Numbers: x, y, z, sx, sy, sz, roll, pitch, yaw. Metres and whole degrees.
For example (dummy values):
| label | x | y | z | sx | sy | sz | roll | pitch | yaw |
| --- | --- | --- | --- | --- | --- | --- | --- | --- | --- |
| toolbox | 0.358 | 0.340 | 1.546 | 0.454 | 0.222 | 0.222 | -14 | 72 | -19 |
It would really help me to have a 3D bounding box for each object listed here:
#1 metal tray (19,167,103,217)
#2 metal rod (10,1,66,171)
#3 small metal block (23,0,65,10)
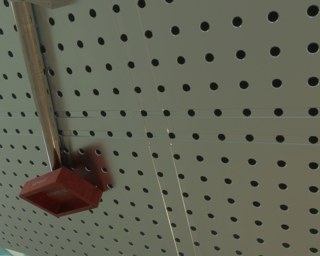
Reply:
| label | x | y | z | sx | sy | sz | roll | pitch | yaw |
| --- | --- | --- | --- | --- | --- | --- | --- | --- | --- |
| metal tray | -0.178 | 0.119 | 0.555 | 0.130 | 0.030 | 0.090 | -22 | 129 | 36 |
| metal rod | -0.181 | -0.040 | 0.482 | 0.025 | 0.025 | 0.298 | 13 | 124 | 21 |
| small metal block | -0.144 | -0.179 | 0.377 | 0.050 | 0.025 | 0.050 | 22 | 127 | 15 |
